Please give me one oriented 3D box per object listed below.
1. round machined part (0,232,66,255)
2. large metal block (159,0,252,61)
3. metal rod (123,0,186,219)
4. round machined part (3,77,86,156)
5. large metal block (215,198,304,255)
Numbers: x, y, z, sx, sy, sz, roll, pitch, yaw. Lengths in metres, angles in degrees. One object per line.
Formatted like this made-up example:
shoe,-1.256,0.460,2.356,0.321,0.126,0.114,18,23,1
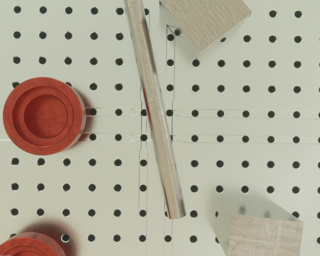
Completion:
round machined part,-0.168,0.184,0.404,0.099,0.042,0.097,0,90,0
large metal block,0.056,-0.148,0.401,0.080,0.050,0.080,-38,90,0
metal rod,-0.007,-0.029,0.413,0.025,0.025,0.298,-12,90,0
round machined part,-0.145,-0.015,0.404,0.099,0.042,0.097,0,90,0
large metal block,0.118,0.125,0.387,0.080,0.080,0.050,7,90,0
